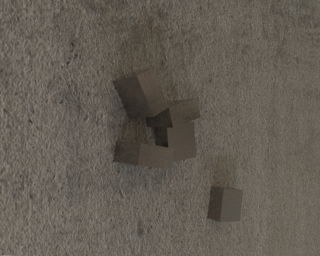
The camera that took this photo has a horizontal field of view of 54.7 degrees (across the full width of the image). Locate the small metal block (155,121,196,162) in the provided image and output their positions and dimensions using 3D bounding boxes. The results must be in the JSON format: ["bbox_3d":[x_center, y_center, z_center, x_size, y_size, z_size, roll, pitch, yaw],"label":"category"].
[{"bbox_3d":[0.022,0.018,0.422,0.050,0.025,0.050,-7,95,-40],"label":"small metal block"}]

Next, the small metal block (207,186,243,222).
[{"bbox_3d":[0.104,0.121,0.492,0.050,0.025,0.050,13,82,-39],"label":"small metal block"}]

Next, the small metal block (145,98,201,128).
[{"bbox_3d":[0.015,-0.019,0.401,0.050,0.050,0.025,-20,103,-38],"label":"small metal block"}]

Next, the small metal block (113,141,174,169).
[{"bbox_3d":[-0.020,0.033,0.372,0.050,0.050,0.025,13,82,-39],"label":"small metal block"}]

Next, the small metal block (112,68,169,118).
[{"bbox_3d":[-0.024,-0.040,0.368,0.025,0.050,0.050,-35,112,-34],"label":"small metal block"}]
